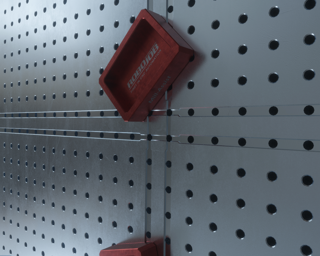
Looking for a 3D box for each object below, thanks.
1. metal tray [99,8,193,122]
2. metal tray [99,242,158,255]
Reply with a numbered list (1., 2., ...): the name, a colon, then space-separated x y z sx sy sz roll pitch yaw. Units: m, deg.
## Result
1. metal tray: -0.025 -0.082 0.426 0.129 0.030 0.090 -51 60 28
2. metal tray: -0.035 0.233 0.435 0.090 0.030 0.129 -21 77 38
